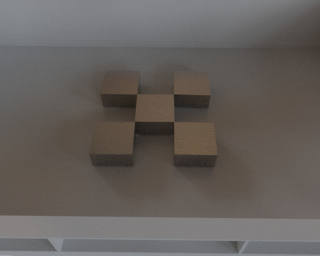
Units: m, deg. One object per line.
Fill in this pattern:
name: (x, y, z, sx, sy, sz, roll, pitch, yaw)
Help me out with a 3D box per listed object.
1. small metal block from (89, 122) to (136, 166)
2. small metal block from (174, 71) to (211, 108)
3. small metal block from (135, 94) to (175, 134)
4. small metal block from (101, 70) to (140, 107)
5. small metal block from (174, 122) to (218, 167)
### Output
small metal block: (-0.057, 0.019, 0.386, 0.050, 0.025, 0.050, 1, 50, 0)
small metal block: (0.045, -0.057, 0.450, 0.050, 0.025, 0.050, 2, 50, 1)
small metal block: (-0.006, -0.019, 0.418, 0.050, 0.025, 0.050, 0, 50, 0)
small metal block: (-0.056, -0.058, 0.450, 0.050, 0.025, 0.050, 1, 50, 1)
small metal block: (0.043, 0.020, 0.385, 0.050, 0.025, 0.050, 1, 50, 1)
